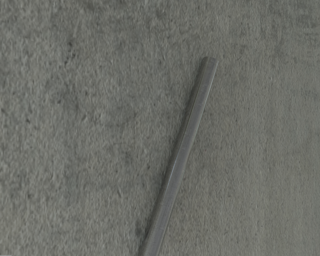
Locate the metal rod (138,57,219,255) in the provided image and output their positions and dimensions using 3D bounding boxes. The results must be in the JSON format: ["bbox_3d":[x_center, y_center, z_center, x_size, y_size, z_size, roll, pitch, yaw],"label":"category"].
[{"bbox_3d":[0.030,0.035,0.432,0.025,0.025,0.299,31,71,-36],"label":"metal rod"}]
